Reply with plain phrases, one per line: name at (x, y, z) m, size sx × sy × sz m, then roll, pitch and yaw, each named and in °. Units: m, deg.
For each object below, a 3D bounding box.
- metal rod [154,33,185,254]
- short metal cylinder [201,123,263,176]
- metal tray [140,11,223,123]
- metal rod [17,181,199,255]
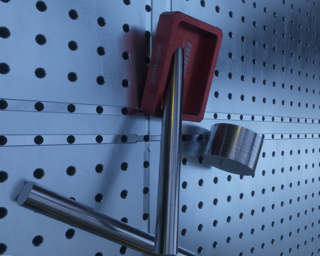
metal rod at (0.015, -0.008, 0.378) m, size 0.025 × 0.025 × 0.299 m, roll 20°, pitch 64°, yaw -38°
short metal cylinder at (0.108, 0.033, 0.464) m, size 0.080 × 0.080 × 0.050 m, roll 34°, pitch 69°, yaw -35°
metal tray at (0.030, -0.076, 0.411) m, size 0.091 × 0.030 × 0.129 m, roll 6°, pitch 100°, yaw -40°
metal rod at (-0.030, 0.137, 0.383) m, size 0.301 × 0.025 × 0.025 m, roll 37°, pitch 68°, yaw -34°
